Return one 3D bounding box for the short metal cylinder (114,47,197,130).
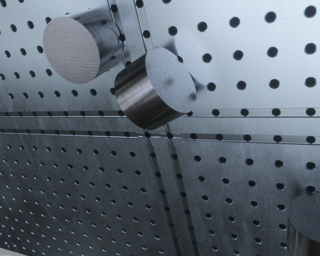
[{"bbox_3d":[-0.004,-0.044,0.350,0.050,0.080,0.080,-28,103,37],"label":"short metal cylinder"}]

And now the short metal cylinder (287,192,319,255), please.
[{"bbox_3d":[0.187,0.119,0.350,0.080,0.080,0.050,4,120,26],"label":"short metal cylinder"}]

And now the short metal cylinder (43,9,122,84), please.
[{"bbox_3d":[-0.094,-0.100,0.381,0.080,0.050,0.079,13,124,20],"label":"short metal cylinder"}]
